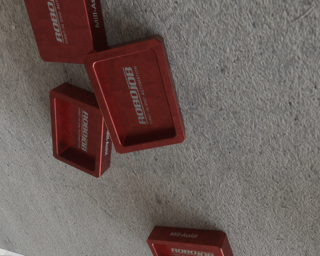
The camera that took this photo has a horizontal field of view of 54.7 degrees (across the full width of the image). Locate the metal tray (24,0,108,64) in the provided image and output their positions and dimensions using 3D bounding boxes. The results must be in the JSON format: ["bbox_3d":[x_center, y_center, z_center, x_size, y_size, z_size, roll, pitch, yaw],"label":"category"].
[{"bbox_3d":[-0.117,-0.146,0.375,0.090,0.030,0.129,8,122,24],"label":"metal tray"}]

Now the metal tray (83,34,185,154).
[{"bbox_3d":[-0.026,-0.037,0.374,0.090,0.030,0.129,-11,115,9],"label":"metal tray"}]

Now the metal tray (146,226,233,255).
[{"bbox_3d":[0.052,0.208,0.504,0.130,0.030,0.090,-7,115,31],"label":"metal tray"}]

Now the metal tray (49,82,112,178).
[{"bbox_3d":[-0.118,0.006,0.469,0.090,0.030,0.129,22,127,15],"label":"metal tray"}]
